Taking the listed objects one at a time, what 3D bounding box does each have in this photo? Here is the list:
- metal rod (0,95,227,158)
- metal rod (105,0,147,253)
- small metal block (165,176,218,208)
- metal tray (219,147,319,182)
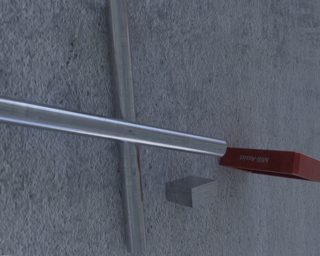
[{"bbox_3d":[-0.047,0.002,0.336,0.302,0.025,0.025,11,83,-31],"label":"metal rod"},{"bbox_3d":[-0.040,0.000,0.371,0.025,0.025,0.298,-8,95,-40],"label":"metal rod"},{"bbox_3d":[0.043,0.086,0.425,0.050,0.050,0.025,-8,95,-40],"label":"small metal block"},{"bbox_3d":[0.170,0.056,0.479,0.091,0.130,0.030,18,79,-39],"label":"metal tray"}]
